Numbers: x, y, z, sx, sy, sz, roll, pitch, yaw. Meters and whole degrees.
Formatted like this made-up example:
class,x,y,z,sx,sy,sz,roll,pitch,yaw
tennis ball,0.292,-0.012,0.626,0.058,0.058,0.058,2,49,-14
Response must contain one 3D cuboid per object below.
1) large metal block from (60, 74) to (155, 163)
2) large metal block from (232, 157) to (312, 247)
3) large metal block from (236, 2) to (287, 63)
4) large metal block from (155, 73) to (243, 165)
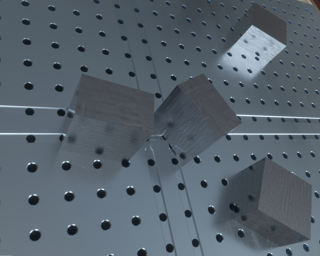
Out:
class,x,y,z,sx,sy,sz,roll,pitch,yaw
large metal block,-0.060,-0.006,0.346,0.081,0.080,0.050,14,56,-21
large metal block,0.153,0.099,0.416,0.080,0.050,0.080,31,52,-9
large metal block,0.204,-0.192,0.622,0.080,0.050,0.080,27,52,-12
large metal block,0.044,-0.010,0.405,0.050,0.080,0.080,-29,78,-38
